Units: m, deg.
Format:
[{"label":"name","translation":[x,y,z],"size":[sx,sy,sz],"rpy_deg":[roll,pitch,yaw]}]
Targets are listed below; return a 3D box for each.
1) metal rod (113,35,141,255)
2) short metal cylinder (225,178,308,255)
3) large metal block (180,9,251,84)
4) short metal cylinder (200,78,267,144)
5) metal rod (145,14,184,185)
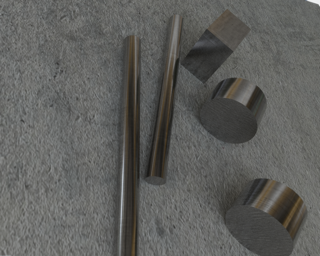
[{"label":"metal rod","translation":[-0.037,0.001,0.383],"size":[0.025,0.025,0.299],"rpy_deg":[12,57,-22]},{"label":"short metal cylinder","translation":[0.127,0.108,0.371],"size":[0.080,0.080,0.050],"rpy_deg":[47,51,4]},{"label":"large metal block","translation":[0.089,-0.130,0.496],"size":[0.050,0.080,0.080],"rpy_deg":[41,51,-1]},{"label":"short metal cylinder","translation":[0.104,-0.024,0.439],"size":[0.080,0.080,0.050],"rpy_deg":[38,51,-3]},{"label":"metal rod","translation":[0.012,-0.061,0.446],"size":[0.025,0.025,0.300],"rpy_deg":[20,54,-17]}]
